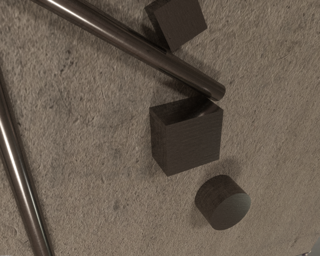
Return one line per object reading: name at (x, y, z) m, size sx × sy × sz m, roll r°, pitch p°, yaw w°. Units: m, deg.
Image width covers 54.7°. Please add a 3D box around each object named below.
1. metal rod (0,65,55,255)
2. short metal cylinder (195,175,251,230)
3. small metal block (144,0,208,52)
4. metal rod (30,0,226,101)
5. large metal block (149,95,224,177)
metal rod at (-0.160, 0.066, 0.360) m, size 0.025 × 0.025 × 0.298 m, roll -14°, pitch 125°, yaw -21°
short metal cylinder at (0.107, 0.127, 0.531) m, size 0.081 × 0.050 × 0.079 m, roll -14°, pitch 125°, yaw -21°
small metal block at (0.019, -0.122, 0.343) m, size 0.050 × 0.025 × 0.050 m, roll -35°, pitch 129°, yaw -6°
metal rod at (-0.033, -0.093, 0.332) m, size 0.302 × 0.025 × 0.025 m, roll 22°, pitch 107°, yaw -37°
large metal block at (0.034, 0.009, 0.417) m, size 0.081 × 0.050 × 0.079 m, roll -16°, pitch 125°, yaw -20°
